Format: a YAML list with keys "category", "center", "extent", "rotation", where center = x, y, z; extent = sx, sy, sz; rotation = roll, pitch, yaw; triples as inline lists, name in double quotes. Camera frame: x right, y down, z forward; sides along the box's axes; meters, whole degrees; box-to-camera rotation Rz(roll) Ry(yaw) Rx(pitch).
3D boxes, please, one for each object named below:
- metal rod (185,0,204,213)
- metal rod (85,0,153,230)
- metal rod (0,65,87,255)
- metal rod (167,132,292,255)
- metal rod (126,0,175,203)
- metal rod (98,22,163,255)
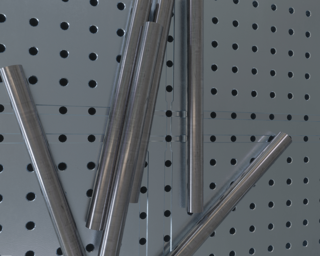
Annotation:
- category: "metal rod"
  center: [0.048, -0.035, 0.429]
  extent: [0.025, 0.025, 0.298]
  rotation: [0, 90, -20]
- category: "metal rod"
  center: [-0.051, -0.024, 0.393]
  extent: [0.025, 0.025, 0.299]
  rotation: [13, 86, -20]
- category: "metal rod"
  center: [-0.126, 0.074, 0.366]
  extent: [0.025, 0.025, 0.299]
  rotation: [-19, 96, -19]
- category: "metal rod"
  center: [0.089, 0.115, 0.445]
  extent: [0.301, 0.025, 0.025]
  rotation: [-43, 104, -15]
- category: "metal rod"
  center: [-0.014, -0.053, 0.407]
  extent: [0.025, 0.025, 0.299]
  rotation: [12, 86, -20]
- category: "metal rod"
  center: [-0.036, 0.019, 0.377]
  extent: [0.025, 0.025, 0.299]
  rotation: [12, 86, -20]
